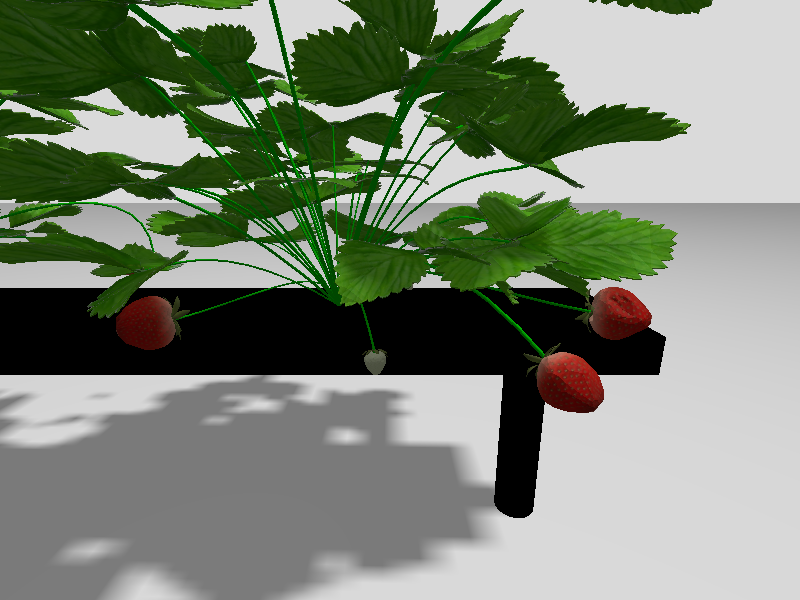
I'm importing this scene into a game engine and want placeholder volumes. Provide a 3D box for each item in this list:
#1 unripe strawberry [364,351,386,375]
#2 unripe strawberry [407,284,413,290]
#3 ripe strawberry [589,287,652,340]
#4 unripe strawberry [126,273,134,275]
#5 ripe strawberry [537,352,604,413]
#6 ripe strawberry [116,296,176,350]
[{"bbox_3d":[-0.014,0.036,0.231,0.013,0.014,0.013,-5,-2,-16],"label":"unripe strawberry"},{"bbox_3d":[0.009,-0.014,0.426,0.011,0.010,0.010,15,53,43],"label":"unripe strawberry"},{"bbox_3d":[0.152,0.010,0.276,0.037,0.037,0.041,7,17,21],"label":"ripe strawberry"},{"bbox_3d":[-0.333,-0.040,0.491,0.023,0.020,0.023,19,-18,50],"label":"unripe strawberry"},{"bbox_3d":[0.081,0.039,0.189,0.031,0.026,0.031,-11,43,-36],"label":"ripe strawberry"},{"bbox_3d":[-0.166,0.015,0.261,0.033,0.035,0.031,-15,21,-41],"label":"ripe strawberry"}]
